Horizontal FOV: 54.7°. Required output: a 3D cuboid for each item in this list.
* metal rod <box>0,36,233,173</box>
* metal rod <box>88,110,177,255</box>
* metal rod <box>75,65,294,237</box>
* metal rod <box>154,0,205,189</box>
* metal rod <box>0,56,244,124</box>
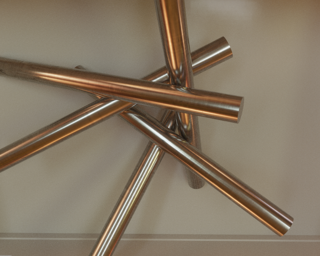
[{"bbox_3d":[-0.062,-0.022,0.348,0.301,0.025,0.025,-26,108,6],"label":"metal rod"},{"bbox_3d":[-0.034,0.082,0.378,0.025,0.025,0.299,29,83,-10],"label":"metal rod"},{"bbox_3d":[0.015,0.019,0.358,0.300,0.025,0.025,36,107,11],"label":"metal rod"},{"bbox_3d":[0.027,-0.027,0.337,0.025,0.025,0.299,-10,135,4],"label":"metal rod"},{"bbox_3d":[-0.065,-0.047,0.330,0.301,0.025,0.025,13,112,21],"label":"metal rod"}]
